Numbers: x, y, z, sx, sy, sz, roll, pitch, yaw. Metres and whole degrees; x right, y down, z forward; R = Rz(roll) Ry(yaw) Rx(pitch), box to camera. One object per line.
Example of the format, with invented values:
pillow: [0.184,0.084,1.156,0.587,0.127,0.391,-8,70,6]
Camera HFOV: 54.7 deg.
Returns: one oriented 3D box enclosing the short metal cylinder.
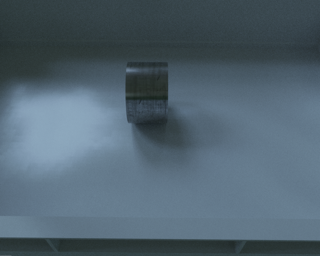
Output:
short metal cylinder: [-0.016,-0.046,0.405,0.050,0.080,0.080,0,50,0]
